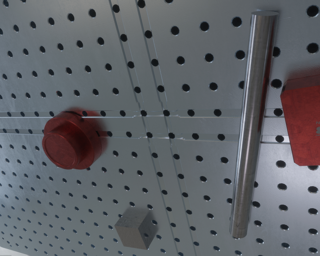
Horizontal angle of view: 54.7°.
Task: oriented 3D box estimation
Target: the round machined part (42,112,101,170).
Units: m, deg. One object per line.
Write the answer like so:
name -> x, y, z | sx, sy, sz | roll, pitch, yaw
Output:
round machined part -> -0.147, 0.027, 0.495 | 0.098, 0.042, 0.097 | 13, 124, 20

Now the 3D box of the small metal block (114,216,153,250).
small metal block -> -0.046, 0.186, 0.551 | 0.050, 0.025, 0.050 | -4, 117, 30

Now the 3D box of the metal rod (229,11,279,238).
metal rod -> 0.105, 0.020, 0.367 | 0.025, 0.025, 0.298 | 11, 123, 22

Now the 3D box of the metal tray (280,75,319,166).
metal tray -> 0.194, -0.010, 0.300 | 0.130, 0.030, 0.090 | -7, 115, 31
